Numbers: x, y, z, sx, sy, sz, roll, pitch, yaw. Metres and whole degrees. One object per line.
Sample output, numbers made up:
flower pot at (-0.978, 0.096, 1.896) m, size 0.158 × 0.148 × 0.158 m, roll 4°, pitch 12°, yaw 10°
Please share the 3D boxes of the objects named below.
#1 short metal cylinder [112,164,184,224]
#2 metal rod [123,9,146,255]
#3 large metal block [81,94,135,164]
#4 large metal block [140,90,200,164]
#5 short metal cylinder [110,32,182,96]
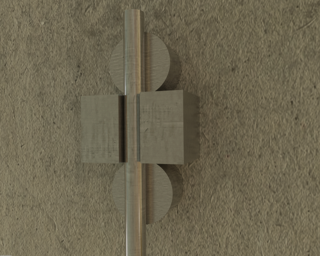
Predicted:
short metal cylinder at (-0.014, 0.078, 0.402) m, size 0.080 × 0.050 × 0.080 m, roll 0°, pitch 89°, yaw 20°
metal rod at (-0.030, 0.012, 0.367) m, size 0.025 × 0.025 × 0.298 m, roll -1°, pitch 90°, yaw 20°
large metal block at (-0.057, 0.001, 0.401) m, size 0.050 × 0.080 × 0.080 m, roll -1°, pitch 90°, yaw 20°
large metal block at (0.015, -0.001, 0.375) m, size 0.050 × 0.080 × 0.080 m, roll -1°, pitch 90°, yaw 20°
short metal cylinder at (-0.017, -0.078, 0.403) m, size 0.080 × 0.050 × 0.080 m, roll 0°, pitch 89°, yaw 20°
